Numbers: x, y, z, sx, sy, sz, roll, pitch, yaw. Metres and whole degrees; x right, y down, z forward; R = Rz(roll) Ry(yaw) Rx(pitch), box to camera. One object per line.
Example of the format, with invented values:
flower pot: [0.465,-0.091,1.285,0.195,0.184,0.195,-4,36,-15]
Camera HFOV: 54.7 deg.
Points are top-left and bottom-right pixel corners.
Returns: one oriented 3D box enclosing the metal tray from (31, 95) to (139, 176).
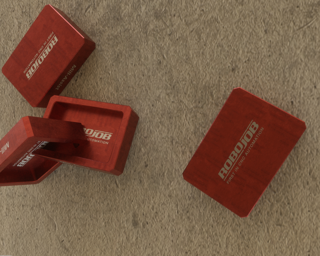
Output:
metal tray: [-0.103,0.008,0.427,0.130,0.030,0.090,10,74,19]

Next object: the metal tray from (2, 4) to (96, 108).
metal tray: [-0.169,-0.105,0.466,0.090,0.030,0.130,45,104,14]

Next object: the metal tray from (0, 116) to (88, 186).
metal tray: [-0.174,0.036,0.422,0.130,0.091,0.030,-37,65,26]

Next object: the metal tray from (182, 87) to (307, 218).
metal tray: [0.098,0.028,0.372,0.090,0.030,0.129,33,100,17]
